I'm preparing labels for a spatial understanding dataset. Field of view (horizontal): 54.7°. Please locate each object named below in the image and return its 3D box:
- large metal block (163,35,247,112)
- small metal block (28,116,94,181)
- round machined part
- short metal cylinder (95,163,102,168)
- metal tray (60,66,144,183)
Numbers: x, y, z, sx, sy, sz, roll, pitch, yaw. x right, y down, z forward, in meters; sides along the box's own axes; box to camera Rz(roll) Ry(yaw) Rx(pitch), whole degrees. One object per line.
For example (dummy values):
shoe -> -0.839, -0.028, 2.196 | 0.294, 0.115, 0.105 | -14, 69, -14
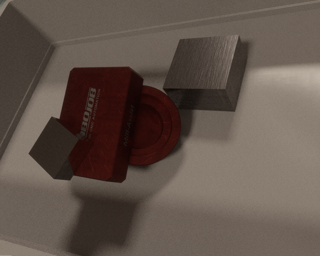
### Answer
large metal block -> 0.060, -0.070, 0.400 | 0.080, 0.050, 0.080 | 5, 64, 30
small metal block -> -0.111, 0.023, 0.345 | 0.050, 0.025, 0.050 | 34, 93, 28
round machined part -> -0.025, -0.001, 0.388 | 0.099, 0.042, 0.097 | 1, 81, -4
short metal cylinder -> -0.094, 0.013, 0.427 | 0.080, 0.050, 0.080 | -14, 57, 23
metal tray -> -0.075, -0.006, 0.368 | 0.090, 0.030, 0.129 | 5, 79, 26
